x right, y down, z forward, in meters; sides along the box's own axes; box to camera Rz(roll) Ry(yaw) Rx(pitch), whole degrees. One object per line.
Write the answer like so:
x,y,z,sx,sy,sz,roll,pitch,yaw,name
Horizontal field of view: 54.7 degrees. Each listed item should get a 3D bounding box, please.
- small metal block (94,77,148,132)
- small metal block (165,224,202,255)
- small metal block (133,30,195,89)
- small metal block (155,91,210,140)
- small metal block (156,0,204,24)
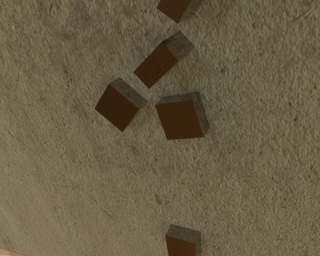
-0.053,-0.031,0.416,0.050,0.025,0.050,40,129,0,small metal block
0.039,0.189,0.503,0.050,0.025,0.050,7,122,24,small metal block
0.005,-0.076,0.341,0.025,0.050,0.050,47,129,-5,small metal block
0.028,-0.014,0.383,0.050,0.025,0.050,-6,116,31,small metal block
0.028,-0.133,0.294,0.025,0.050,0.050,38,129,3,small metal block
